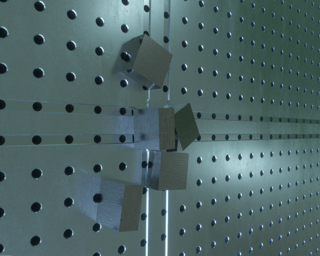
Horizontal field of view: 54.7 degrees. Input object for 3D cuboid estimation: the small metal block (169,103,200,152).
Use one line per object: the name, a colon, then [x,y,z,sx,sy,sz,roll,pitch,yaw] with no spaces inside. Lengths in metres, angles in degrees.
small metal block: [0.026,-0.001,0.426,0.050,0.025,0.050,-37,114,-48]

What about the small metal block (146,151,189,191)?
small metal block: [0.011,0.057,0.421,0.050,0.025,0.050,8,85,-40]

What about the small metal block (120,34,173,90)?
small metal block: [-0.016,-0.083,0.397,0.050,0.025,0.050,29,72,-37]

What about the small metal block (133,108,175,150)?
small metal block: [-0.008,0.001,0.388,0.025,0.050,0.050,-3,92,-40]

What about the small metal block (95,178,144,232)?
small metal block: [-0.047,0.087,0.355,0.025,0.050,0.050,12,83,-40]
